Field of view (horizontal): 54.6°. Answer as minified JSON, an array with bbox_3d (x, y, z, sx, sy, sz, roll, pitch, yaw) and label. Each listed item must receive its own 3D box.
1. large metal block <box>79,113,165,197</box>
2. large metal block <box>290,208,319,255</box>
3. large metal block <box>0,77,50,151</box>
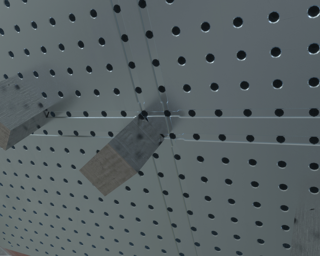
[{"bbox_3d":[-0.051,0.036,0.426,0.050,0.080,0.080,47,129,-5],"label":"large metal block"},{"bbox_3d":[0.202,0.135,0.353,0.080,0.080,0.050,-29,103,37],"label":"large metal block"},{"bbox_3d":[-0.238,-0.025,0.487,0.080,0.080,0.050,38,129,2],"label":"large metal block"}]
